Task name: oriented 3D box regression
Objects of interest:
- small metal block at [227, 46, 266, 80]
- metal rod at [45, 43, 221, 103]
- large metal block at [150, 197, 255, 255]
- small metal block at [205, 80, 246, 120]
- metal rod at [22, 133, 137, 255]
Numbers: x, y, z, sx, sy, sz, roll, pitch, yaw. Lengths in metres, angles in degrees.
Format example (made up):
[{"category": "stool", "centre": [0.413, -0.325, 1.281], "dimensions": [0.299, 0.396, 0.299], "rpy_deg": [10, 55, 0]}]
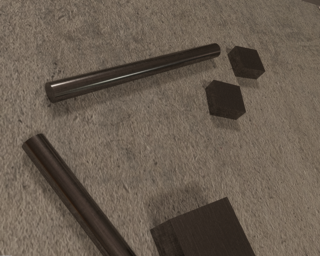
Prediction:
[{"category": "small metal block", "centre": [0.157, -0.119, 0.563], "dimensions": [0.050, 0.025, 0.050], "rpy_deg": [3, 61, -27]}, {"category": "metal rod", "centre": [-0.016, -0.088, 0.450], "dimensions": [0.302, 0.025, 0.025], "rpy_deg": [-23, 74, -37]}, {"category": "large metal block", "centre": [0.048, 0.130, 0.336], "dimensions": [0.081, 0.050, 0.080], "rpy_deg": [-11, 67, -33]}, {"category": "small metal block", "centre": [0.103, -0.044, 0.488], "dimensions": [0.050, 0.025, 0.050], "rpy_deg": [9, 58, -24]}, {"category": "metal rod", "centre": [-0.038, 0.128, 0.306], "dimensions": [0.025, 0.025, 0.300], "rpy_deg": [-34, 81, -38]}]
